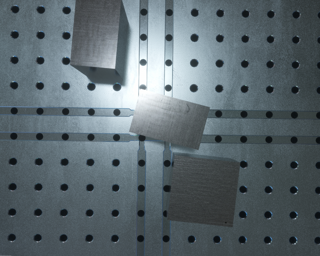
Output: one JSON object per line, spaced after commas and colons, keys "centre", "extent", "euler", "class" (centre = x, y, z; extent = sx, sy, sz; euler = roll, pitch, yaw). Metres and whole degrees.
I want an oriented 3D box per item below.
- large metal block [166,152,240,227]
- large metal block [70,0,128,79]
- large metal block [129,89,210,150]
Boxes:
{"centre": [0.053, 0.077, 0.402], "extent": [0.081, 0.050, 0.079], "euler": [7, 90, -1], "class": "large metal block"}
{"centre": [-0.072, -0.108, 0.385], "extent": [0.050, 0.080, 0.079], "euler": [5, 90, 0], "class": "large metal block"}
{"centre": [0.011, -0.010, 0.386], "extent": [0.080, 0.080, 0.050], "euler": [15, 90, -1], "class": "large metal block"}
